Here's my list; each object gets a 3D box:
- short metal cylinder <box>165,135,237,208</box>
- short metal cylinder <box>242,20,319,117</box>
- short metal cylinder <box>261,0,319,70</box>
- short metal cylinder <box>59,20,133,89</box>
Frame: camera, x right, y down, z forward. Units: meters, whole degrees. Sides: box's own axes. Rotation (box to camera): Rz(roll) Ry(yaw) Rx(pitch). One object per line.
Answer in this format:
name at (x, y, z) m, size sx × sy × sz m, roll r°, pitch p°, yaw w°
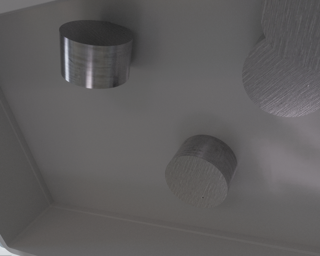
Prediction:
short metal cylinder at (0.053, 0.055, 0.399) m, size 0.080 × 0.050 × 0.079 m, roll 13°, pitch 124°, yaw 21°
short metal cylinder at (0.123, -0.057, 0.292) m, size 0.080 × 0.050 × 0.079 m, roll 13°, pitch 124°, yaw 21°
short metal cylinder at (0.115, -0.087, 0.214) m, size 0.080 × 0.050 × 0.079 m, roll 13°, pitch 124°, yaw 20°
short metal cylinder at (-0.073, -0.087, 0.358) m, size 0.080 × 0.080 × 0.050 m, roll 22°, pitch 127°, yaw 15°
